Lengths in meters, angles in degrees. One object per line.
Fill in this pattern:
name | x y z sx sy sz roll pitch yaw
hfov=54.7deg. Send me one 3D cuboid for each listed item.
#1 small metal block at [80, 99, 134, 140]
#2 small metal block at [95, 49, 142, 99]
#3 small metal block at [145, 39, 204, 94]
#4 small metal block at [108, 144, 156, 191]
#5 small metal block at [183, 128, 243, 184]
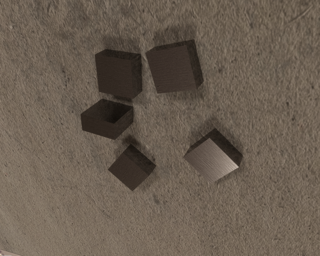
small metal block | -0.070 -0.013 0.418 0.050 0.050 0.025 16 125 19
small metal block | -0.051 -0.069 0.390 0.050 0.025 0.050 13 124 20
small metal block | 0.017 -0.069 0.354 0.050 0.025 0.050 -3 117 29
small metal block | -0.042 0.060 0.464 0.050 0.025 0.050 42 129 -1
small metal block | 0.067 0.036 0.393 0.050 0.025 0.050 45 129 -4
